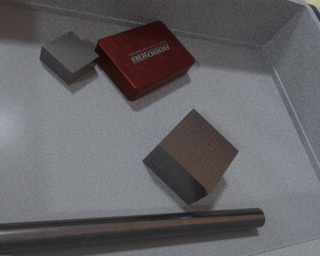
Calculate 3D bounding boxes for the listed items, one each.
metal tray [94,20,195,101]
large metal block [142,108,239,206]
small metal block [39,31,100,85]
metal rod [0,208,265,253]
[{"bbox_3d":[-0.020,-0.103,0.456,0.131,0.030,0.090,-33,81,-38],"label":"metal tray"},{"bbox_3d":[0.039,0.035,0.391,0.080,0.050,0.080,44,51,2],"label":"large metal block"},{"bbox_3d":[-0.116,-0.091,0.399,0.050,0.025,0.050,42,51,0],"label":"small metal block"},{"bbox_3d":[-0.007,0.107,0.337,0.303,0.025,0.025,4,60,-26],"label":"metal rod"}]
